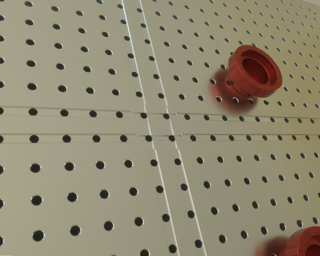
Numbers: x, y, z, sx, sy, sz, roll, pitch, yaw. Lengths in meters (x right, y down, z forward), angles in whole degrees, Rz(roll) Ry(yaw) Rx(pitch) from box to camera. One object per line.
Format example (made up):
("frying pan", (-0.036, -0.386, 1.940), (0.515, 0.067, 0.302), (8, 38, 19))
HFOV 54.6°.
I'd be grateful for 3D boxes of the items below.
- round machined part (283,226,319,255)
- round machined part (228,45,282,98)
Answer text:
("round machined part", (0.197, 0.179, 0.393), (0.099, 0.042, 0.098), (13, 56, -21))
("round machined part", (0.159, -0.093, 0.539), (0.099, 0.042, 0.098), (13, 56, -21))
